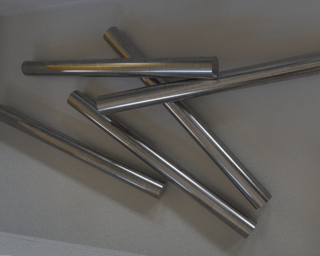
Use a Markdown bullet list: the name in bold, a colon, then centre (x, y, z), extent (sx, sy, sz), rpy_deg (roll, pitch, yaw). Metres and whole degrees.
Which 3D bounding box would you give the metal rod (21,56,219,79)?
- **metal rod**: centre (-0.072, -0.080, 0.413), extent (0.301, 0.025, 0.025), rpy_deg (5, 92, 27)

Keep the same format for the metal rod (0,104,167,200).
- **metal rod**: centre (-0.129, 0.028, 0.454), extent (0.301, 0.025, 0.025), rpy_deg (23, 98, 18)

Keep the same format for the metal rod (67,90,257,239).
- **metal rod**: centre (-0.008, 0.039, 0.412), extent (0.300, 0.025, 0.025), rpy_deg (35, 101, 16)

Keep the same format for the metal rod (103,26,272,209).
- **metal rod**: centre (0.027, -0.022, 0.400), extent (0.025, 0.025, 0.300), rpy_deg (-44, 77, 14)

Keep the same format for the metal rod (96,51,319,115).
- **metal rod**: centre (0.069, -0.054, 0.366), extent (0.301, 0.025, 0.025), rpy_deg (-10, 87, 12)
